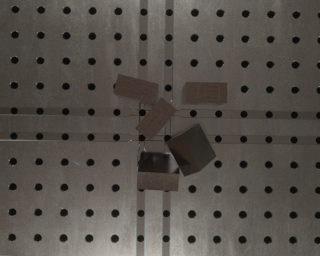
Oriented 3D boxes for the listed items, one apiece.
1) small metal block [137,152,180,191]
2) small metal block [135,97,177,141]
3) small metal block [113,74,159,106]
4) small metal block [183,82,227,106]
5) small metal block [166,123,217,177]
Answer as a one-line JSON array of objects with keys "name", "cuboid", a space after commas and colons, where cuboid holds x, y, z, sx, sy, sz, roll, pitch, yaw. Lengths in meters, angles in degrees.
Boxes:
[{"name": "small metal block", "cuboid": [-0.002, 0.055, 0.398, 0.050, 0.050, 0.025, 4, 113, -1]}, {"name": "small metal block", "cuboid": [-0.005, -0.011, 0.401, 0.025, 0.050, 0.050, 40, 90, -1]}, {"name": "small metal block", "cuboid": [-0.029, -0.048, 0.401, 0.050, 0.050, 0.025, 14, 90, -1]}, {"name": "small metal block", "cuboid": [0.057, -0.043, 0.402, 0.050, 0.050, 0.025, 1, 90, -1]}, {"name": "small metal block", "cuboid": [0.041, 0.027, 0.399, 0.025, 0.050, 0.050, -28, 90, 38]}]
